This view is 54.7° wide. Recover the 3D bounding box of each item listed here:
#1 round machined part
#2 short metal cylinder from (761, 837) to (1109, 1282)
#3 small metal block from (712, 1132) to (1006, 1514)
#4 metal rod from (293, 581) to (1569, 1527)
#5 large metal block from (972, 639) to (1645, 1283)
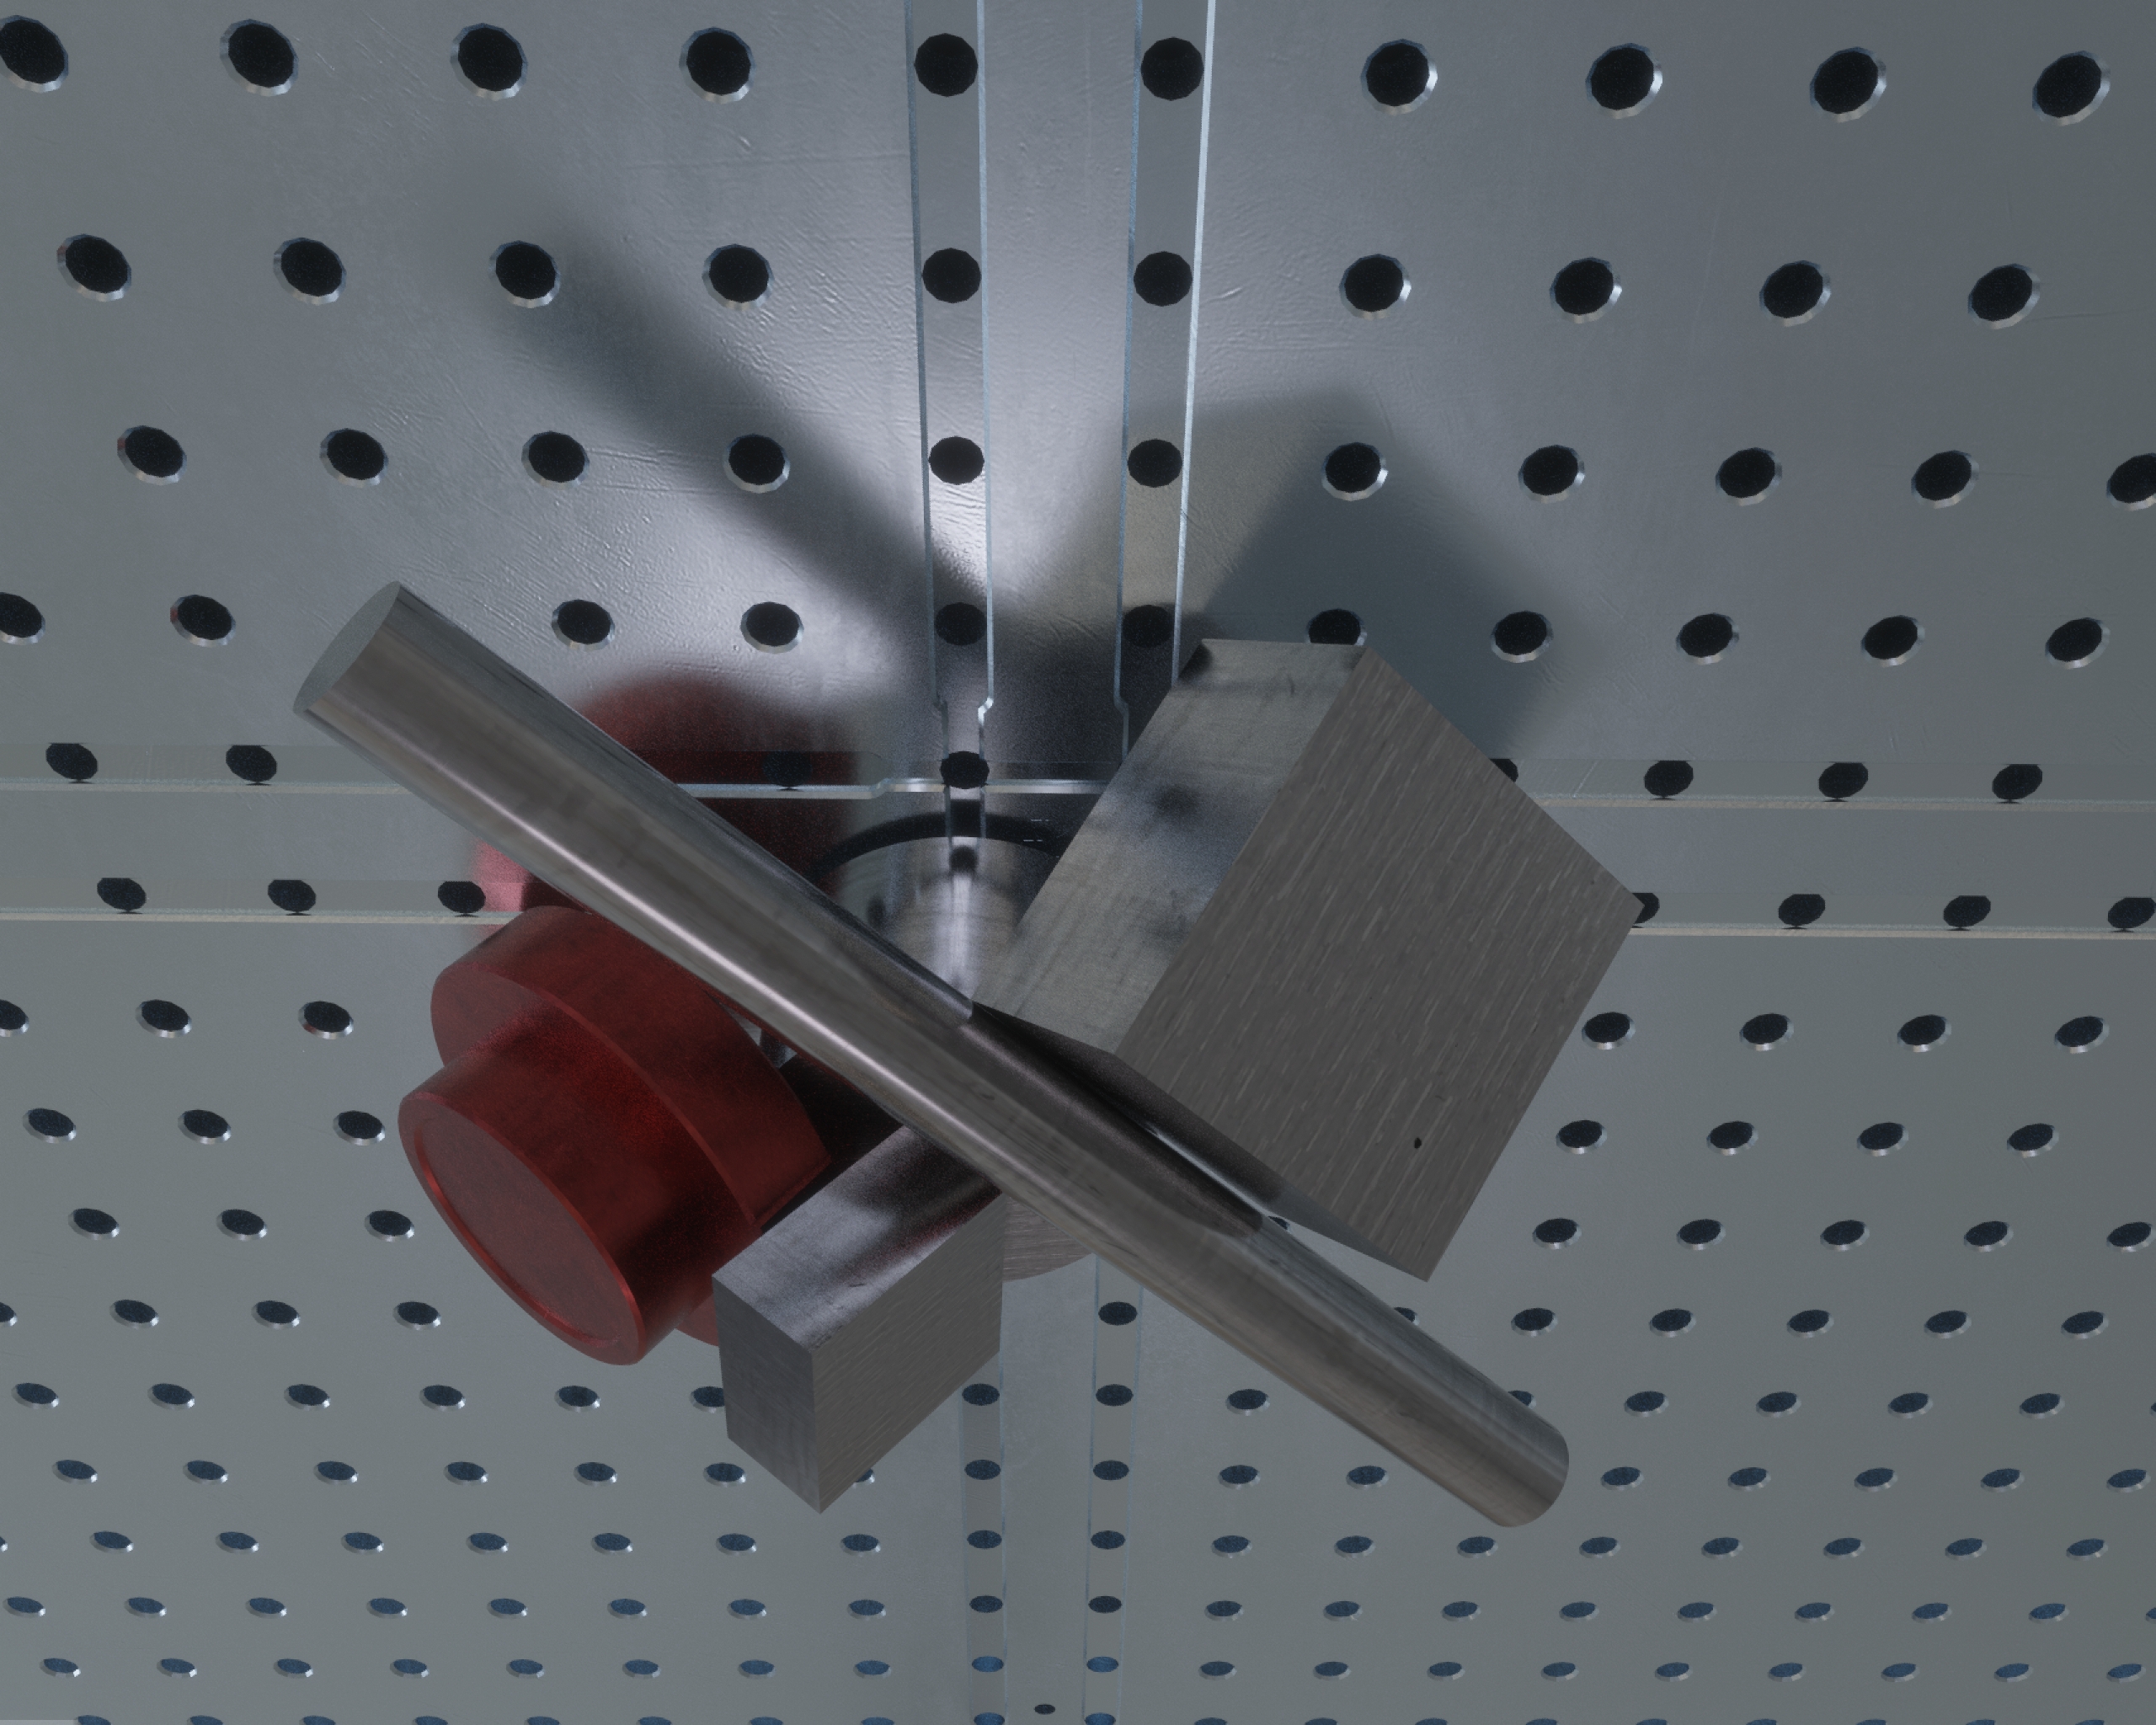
[{"bbox_3d":[-0.095,0.060,0.412,0.098,0.042,0.097,28,141,26],"label":"round machined part"},{"bbox_3d":[-0.024,0.041,0.425,0.081,0.050,0.079,0,130,0],"label":"short metal cylinder"},{"bbox_3d":[-0.040,0.086,0.395,0.025,0.050,0.050,31,137,28],"label":"small metal block"},{"bbox_3d":[-0.006,0.050,0.384,0.025,0.025,0.301,-36,122,26],"label":"metal rod"},{"bbox_3d":[0.042,0.016,0.376,0.080,0.050,0.080,39,77,-28],"label":"large metal block"}]
